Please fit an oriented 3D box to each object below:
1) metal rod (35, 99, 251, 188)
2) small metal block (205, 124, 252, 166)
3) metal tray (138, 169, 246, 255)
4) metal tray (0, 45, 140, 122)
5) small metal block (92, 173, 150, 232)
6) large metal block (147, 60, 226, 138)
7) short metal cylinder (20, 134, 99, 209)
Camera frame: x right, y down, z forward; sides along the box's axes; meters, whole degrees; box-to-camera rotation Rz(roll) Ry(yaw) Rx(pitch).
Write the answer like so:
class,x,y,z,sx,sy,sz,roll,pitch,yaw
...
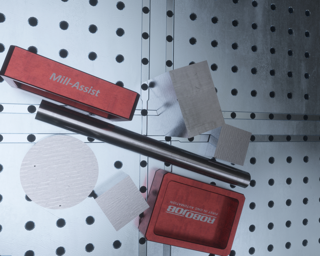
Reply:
class,x,y,z,sx,sy,sz,roll,pitch,yaw
metal rod,-0.008,0.028,0.410,0.302,0.025,0.025,20,83,-19
small metal block,0.099,0.024,0.449,0.050,0.025,0.050,18,84,-19
metal tray,0.046,0.117,0.426,0.131,0.030,0.090,19,84,-19
metal tray,-0.097,-0.042,0.341,0.131,0.090,0.030,20,84,-19
small metal block,-0.050,0.093,0.395,0.050,0.025,0.050,-34,101,-17
large metal block,0.031,-0.034,0.396,0.050,0.080,0.080,-20,97,-19
short metal cylinder,-0.115,0.047,0.356,0.081,0.050,0.080,0,90,-20
